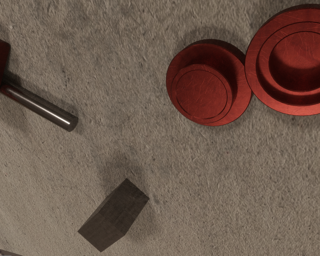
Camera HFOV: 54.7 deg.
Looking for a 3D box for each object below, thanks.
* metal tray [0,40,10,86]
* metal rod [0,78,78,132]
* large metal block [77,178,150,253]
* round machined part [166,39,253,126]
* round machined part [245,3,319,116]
[{"bbox_3d":[-0.289,-0.084,0.471,0.090,0.030,0.129,26,107,10],"label":"metal tray"},{"bbox_3d":[-0.263,-0.074,0.496,0.301,0.025,0.025,28,128,10],"label":"metal rod"},{"bbox_3d":[-0.073,0.138,0.494,0.050,0.080,0.080,43,129,-2],"label":"large metal block"},{"bbox_3d":[0.051,-0.044,0.341,0.098,0.042,0.097,13,124,20],"label":"round machined part"},{"bbox_3d":[0.132,-0.064,0.287,0.098,0.042,0.097,13,124,20],"label":"round machined part"}]
